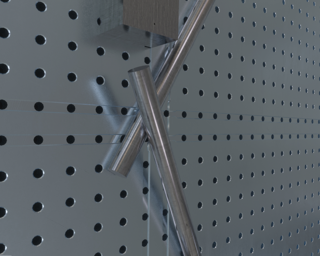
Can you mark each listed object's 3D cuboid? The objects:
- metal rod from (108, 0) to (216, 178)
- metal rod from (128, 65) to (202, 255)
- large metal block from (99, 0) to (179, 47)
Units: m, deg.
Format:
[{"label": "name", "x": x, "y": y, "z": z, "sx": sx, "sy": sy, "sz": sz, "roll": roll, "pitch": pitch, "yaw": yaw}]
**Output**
[{"label": "metal rod", "x": 0.011, "y": -0.072, "z": 0.418, "sx": 0.025, "sy": 0.025, "sz": 0.300, "roll": 40, "pitch": 66, "yaw": -33}, {"label": "metal rod", "x": 0.014, "y": 0.068, "z": 0.399, "sx": 0.025, "sy": 0.025, "sz": 0.298, "roll": -32, "pitch": 117, "yaw": -35}, {"label": "large metal block", "x": -0.024, "y": -0.149, "z": 0.373, "sx": 0.081, "sy": 0.050, "sz": 0.080, "roll": 2, "pitch": 89, "yaw": -40}]
